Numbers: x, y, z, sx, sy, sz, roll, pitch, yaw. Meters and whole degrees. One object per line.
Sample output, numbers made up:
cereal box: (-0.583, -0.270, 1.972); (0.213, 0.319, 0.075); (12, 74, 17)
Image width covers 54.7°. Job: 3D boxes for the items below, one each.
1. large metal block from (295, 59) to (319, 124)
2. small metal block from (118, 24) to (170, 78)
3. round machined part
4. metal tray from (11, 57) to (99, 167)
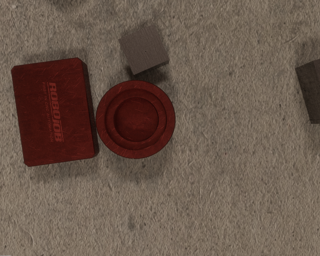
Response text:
large metal block: (0.235, -0.055, 0.401); (0.080, 0.050, 0.080); (-16, 90, -1)
small metal block: (-0.021, -0.101, 0.410); (0.050, 0.025, 0.050); (-24, 90, -1)
round machined part: (-0.030, -0.011, 0.401); (0.099, 0.042, 0.097); (0, 90, -1)
metal tray: (-0.135, -0.020, 0.406); (0.091, 0.030, 0.129); (-8, 90, -1)
